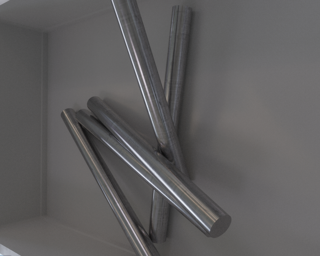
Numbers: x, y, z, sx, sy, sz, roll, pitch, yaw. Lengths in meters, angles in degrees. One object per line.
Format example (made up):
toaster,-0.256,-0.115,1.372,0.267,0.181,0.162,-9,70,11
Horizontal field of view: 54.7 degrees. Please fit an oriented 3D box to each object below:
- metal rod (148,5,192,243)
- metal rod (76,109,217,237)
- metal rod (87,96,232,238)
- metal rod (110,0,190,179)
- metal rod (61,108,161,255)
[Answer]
metal rod,0.012,-0.001,0.397,0.025,0.025,0.298,10,97,39
metal rod,-0.037,0.039,0.410,0.300,0.025,0.025,33,111,43
metal rod,-0.025,0.024,0.384,0.300,0.025,0.025,39,114,48
metal rod,-0.016,-0.063,0.338,0.025,0.025,0.298,-1,115,40
metal rod,-0.083,0.072,0.457,0.300,0.025,0.025,51,120,34
